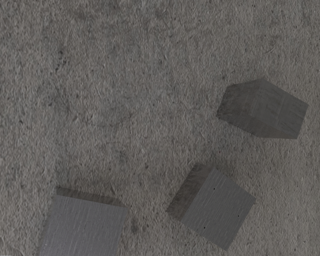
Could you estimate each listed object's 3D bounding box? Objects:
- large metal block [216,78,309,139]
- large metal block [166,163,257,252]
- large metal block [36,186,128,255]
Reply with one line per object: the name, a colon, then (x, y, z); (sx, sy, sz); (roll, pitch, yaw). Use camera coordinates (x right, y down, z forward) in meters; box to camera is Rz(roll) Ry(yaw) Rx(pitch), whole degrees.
large metal block: (0.139, -0.024, 0.431); (0.080, 0.080, 0.050); (24, 82, -19)
large metal block: (0.069, 0.105, 0.421); (0.080, 0.050, 0.080); (37, 78, -17)
large metal block: (-0.092, 0.120, 0.362); (0.081, 0.050, 0.080); (17, 85, -19)
